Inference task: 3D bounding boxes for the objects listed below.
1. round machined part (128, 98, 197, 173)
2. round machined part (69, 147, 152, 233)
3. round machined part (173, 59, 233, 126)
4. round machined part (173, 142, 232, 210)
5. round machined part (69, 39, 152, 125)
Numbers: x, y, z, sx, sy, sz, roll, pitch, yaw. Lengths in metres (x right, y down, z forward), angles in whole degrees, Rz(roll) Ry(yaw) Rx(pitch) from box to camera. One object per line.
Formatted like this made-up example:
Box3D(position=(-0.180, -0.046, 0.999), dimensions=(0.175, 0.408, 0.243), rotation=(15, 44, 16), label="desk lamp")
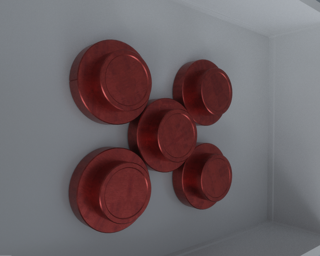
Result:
Box3D(position=(0.011, 0.010, 0.404), dimensions=(0.099, 0.042, 0.097), rotation=(0, 90, -40), label="round machined part")
Box3D(position=(-0.049, 0.071, 0.355), dimensions=(0.099, 0.042, 0.097), rotation=(0, 90, -40), label="round machined part")
Box3D(position=(0.069, -0.052, 0.454), dimensions=(0.099, 0.042, 0.097), rotation=(0, 90, -40), label="round machined part")
Box3D(position=(0.069, 0.071, 0.454), dimensions=(0.099, 0.042, 0.097), rotation=(0, 90, -40), label="round machined part")
Box3D(position=(-0.048, -0.052, 0.355), dimensions=(0.099, 0.042, 0.097), rotation=(0, 90, -40), label="round machined part")
